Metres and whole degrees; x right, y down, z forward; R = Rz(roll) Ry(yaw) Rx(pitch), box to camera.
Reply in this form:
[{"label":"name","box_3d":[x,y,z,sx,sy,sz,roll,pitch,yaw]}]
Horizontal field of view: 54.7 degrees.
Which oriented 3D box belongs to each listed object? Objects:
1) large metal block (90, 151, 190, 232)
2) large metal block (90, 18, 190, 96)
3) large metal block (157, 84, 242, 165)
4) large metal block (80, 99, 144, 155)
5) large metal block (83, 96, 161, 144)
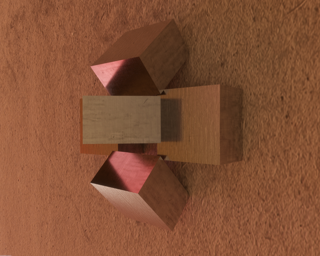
[{"label":"large metal block","box_3d":[-0.023,0.075,0.380,0.080,0.080,0.050,2,48,40]},{"label":"large metal block","box_3d":[-0.023,-0.083,0.380,0.080,0.080,0.050,0,134,40]},{"label":"large metal block","box_3d":[0.044,-0.004,0.349,0.080,0.050,0.079,0,90,39]},{"label":"large metal block","box_3d":[-0.069,-0.003,0.445,0.080,0.050,0.079,0,90,39]},{"label":"large metal block","box_3d":[-0.043,-0.009,0.362,0.080,0.081,0.050,179,90,-84]}]
